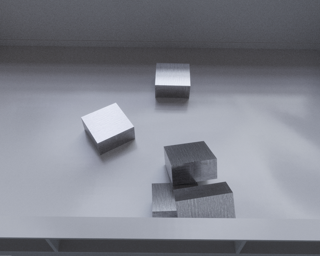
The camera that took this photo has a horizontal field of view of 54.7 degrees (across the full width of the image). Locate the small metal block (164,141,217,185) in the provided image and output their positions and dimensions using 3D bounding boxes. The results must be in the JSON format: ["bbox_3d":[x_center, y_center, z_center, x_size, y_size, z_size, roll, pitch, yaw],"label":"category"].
[{"bbox_3d":[0.034,0.039,0.359,0.050,0.025,0.050,-7,21,-7],"label":"small metal block"}]

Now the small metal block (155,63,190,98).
[{"bbox_3d":[0.019,-0.072,0.466,0.050,0.025,0.050,2,50,1],"label":"small metal block"}]

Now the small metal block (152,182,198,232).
[{"bbox_3d":[0.017,0.081,0.324,0.050,0.025,0.050,-1,22,-2],"label":"small metal block"}]

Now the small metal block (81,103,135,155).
[{"bbox_3d":[-0.067,0.000,0.404,0.050,0.025,0.050,-26,55,-20],"label":"small metal block"}]

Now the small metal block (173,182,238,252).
[{"bbox_3d":[0.041,0.081,0.285,0.050,0.050,0.025,-9,12,-1],"label":"small metal block"}]
